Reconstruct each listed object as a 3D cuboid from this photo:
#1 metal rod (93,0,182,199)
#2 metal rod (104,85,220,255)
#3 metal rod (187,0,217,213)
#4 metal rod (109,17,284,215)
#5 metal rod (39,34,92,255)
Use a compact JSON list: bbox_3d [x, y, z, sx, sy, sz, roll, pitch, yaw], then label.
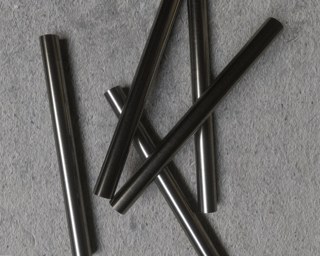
[{"bbox_3d":[-0.021,-0.059,0.390,0.025,0.025,0.299,19,82,0],"label":"metal rod"},{"bbox_3d":[0.012,0.079,0.409,0.025,0.025,0.299,-30,90,0],"label":"metal rod"},{"bbox_3d":[0.055,-0.040,0.410,0.025,0.025,0.298,-3,90,0],"label":"metal rod"},{"bbox_3d":[0.045,-0.015,0.384,0.025,0.025,0.300,41,90,0],"label":"metal rod"},{"bbox_3d":[-0.124,0.028,0.408,0.025,0.025,0.298,-9,90,0],"label":"metal rod"}]
